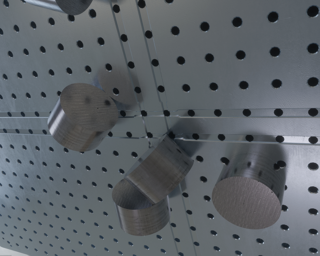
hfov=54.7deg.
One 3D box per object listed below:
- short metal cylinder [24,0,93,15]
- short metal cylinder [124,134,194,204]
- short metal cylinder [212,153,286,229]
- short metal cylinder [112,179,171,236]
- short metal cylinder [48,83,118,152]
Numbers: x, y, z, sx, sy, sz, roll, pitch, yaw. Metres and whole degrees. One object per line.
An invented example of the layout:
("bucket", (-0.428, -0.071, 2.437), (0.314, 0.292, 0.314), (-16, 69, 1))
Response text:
("short metal cylinder", (-0.110, -0.167, 0.330), (0.050, 0.080, 0.079), (20, 126, 17))
("short metal cylinder", (-0.002, 0.054, 0.410), (0.050, 0.080, 0.080), (45, 129, -3))
("short metal cylinder", (0.111, 0.078, 0.385), (0.080, 0.050, 0.079), (13, 124, 21))
("short metal cylinder", (-0.026, 0.111, 0.458), (0.080, 0.080, 0.050), (7, 122, 24))
("short metal cylinder", (-0.104, -0.015, 0.422), (0.080, 0.080, 0.050), (43, 129, -1))
